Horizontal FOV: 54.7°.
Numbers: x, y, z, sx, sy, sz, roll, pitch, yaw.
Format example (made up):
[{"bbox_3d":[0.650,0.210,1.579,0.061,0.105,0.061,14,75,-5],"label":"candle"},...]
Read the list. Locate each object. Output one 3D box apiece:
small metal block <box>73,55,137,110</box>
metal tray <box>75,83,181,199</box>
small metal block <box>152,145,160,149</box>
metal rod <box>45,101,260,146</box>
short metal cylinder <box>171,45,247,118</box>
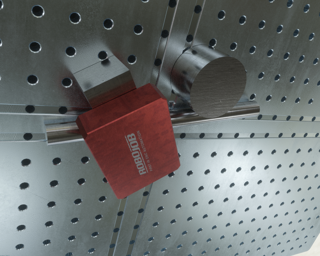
[{"bbox_3d":[-0.060,-0.049,0.332,0.050,0.050,0.025,-28,128,-11],"label":"small metal block"},{"bbox_3d":[-0.029,0.021,0.356,0.091,0.030,0.129,-27,139,-11],"label":"metal tray"},{"bbox_3d":[-0.019,0.041,0.426,0.050,0.025,0.050,-21,127,-16],"label":"small metal block"},{"bbox_3d":[0.008,-0.011,0.411,0.303,0.025,0.025,-8,122,-25],"label":"metal rod"},{"bbox_3d":[0.061,-0.059,0.393,0.081,0.050,0.079,-14,125,-21],"label":"short metal cylinder"}]
